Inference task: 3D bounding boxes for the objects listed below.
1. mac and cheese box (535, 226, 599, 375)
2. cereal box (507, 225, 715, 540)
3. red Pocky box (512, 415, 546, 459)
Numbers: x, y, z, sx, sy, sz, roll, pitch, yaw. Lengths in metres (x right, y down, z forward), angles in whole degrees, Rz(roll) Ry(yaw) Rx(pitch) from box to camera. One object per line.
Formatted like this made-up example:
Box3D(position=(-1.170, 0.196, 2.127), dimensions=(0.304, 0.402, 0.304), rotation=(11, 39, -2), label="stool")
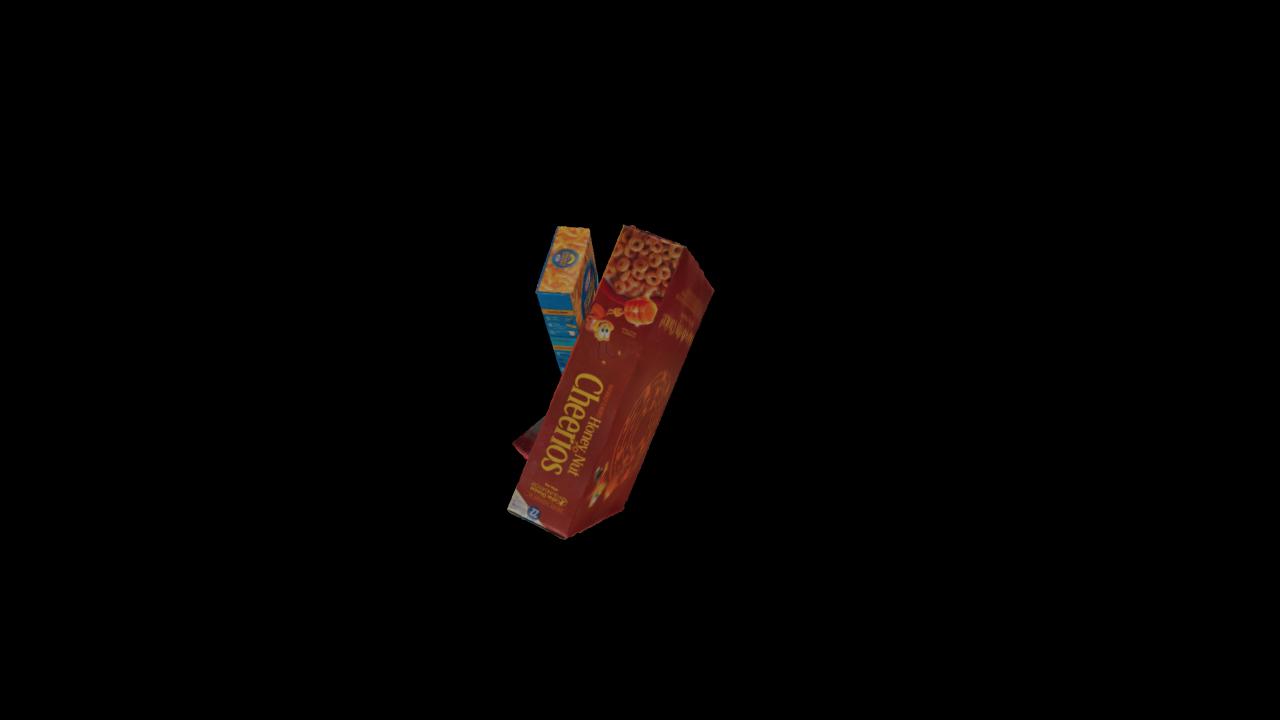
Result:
Box3D(position=(-0.066, -0.042, 0.659), dimensions=(0.041, 0.093, 0.184), rotation=(5, -36, 9), label="mac and cheese box")
Box3D(position=(-0.020, 0.029, 0.677), dimensions=(0.081, 0.306, 0.203), rotation=(23, 1, 16), label="cereal box")
Box3D(position=(-0.064, 0.055, 0.667), dimensions=(0.155, 0.028, 0.083), rotation=(-40, 17, -17), label="red Pocky box")
